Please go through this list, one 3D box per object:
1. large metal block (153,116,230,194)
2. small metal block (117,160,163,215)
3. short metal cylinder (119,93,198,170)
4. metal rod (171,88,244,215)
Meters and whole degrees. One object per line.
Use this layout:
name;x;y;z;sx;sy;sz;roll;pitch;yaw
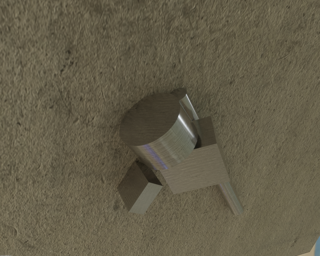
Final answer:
large metal block;0.043;0.039;0.419;0.080;0.050;0.080;-16;132;13
small metal block;-0.029;0.082;0.427;0.025;0.050;0.050;24;105;-37
short metal cylinder;-0.001;0.004;0.374;0.080;0.080;0.050;-39;130;-3
metal rod;0.084;0.055;0.489;0.025;0.025;0.299;-36;130;-5
